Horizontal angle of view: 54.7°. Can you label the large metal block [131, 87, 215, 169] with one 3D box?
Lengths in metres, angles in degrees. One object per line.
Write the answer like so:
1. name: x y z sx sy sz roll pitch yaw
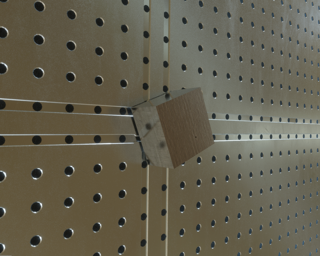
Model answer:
1. large metal block: 0.019 -0.002 0.407 0.081 0.050 0.080 -27 107 -37
